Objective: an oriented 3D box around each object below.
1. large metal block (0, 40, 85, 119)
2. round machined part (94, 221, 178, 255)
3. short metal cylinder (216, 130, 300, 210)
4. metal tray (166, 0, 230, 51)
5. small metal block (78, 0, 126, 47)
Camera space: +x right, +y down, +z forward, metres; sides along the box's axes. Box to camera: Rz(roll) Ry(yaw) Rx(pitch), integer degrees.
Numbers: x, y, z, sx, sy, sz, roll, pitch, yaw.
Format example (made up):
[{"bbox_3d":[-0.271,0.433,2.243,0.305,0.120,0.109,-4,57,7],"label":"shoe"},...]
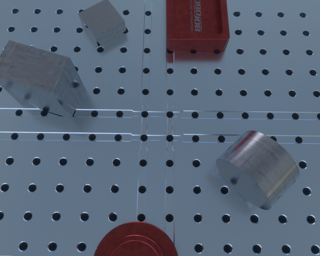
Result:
[{"bbox_3d":[-0.154,-0.060,0.403,0.080,0.080,0.050,17,71,6],"label":"large metal block"},{"bbox_3d":[-0.027,0.155,0.346,0.099,0.042,0.098,0,70,0],"label":"round machined part"},{"bbox_3d":[0.113,0.049,0.365,0.050,0.080,0.080,-42,76,-14],"label":"short metal cylinder"},{"bbox_3d":[0.055,-0.181,0.475,0.091,0.030,0.130,0,70,0],"label":"metal tray"},{"bbox_3d":[-0.087,-0.160,0.469,0.050,0.025,0.050,-33,73,-11],"label":"small metal block"}]
